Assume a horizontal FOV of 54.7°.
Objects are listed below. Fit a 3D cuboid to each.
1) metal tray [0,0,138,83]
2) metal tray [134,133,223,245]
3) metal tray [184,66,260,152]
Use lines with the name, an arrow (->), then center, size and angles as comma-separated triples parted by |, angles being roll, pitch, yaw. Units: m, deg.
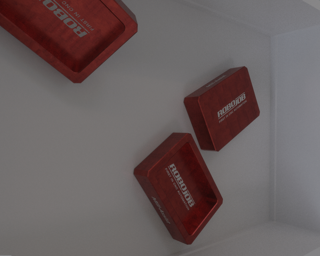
metal tray -> -0.096, -0.113, 0.286 | 0.130, 0.090, 0.030 | 40, 21, -33
metal tray -> 0.030, 0.082, 0.428 | 0.090, 0.030, 0.130 | -42, 116, -32
metal tray -> 0.102, -0.033, 0.489 | 0.131, 0.030, 0.090 | -34, 111, -35
